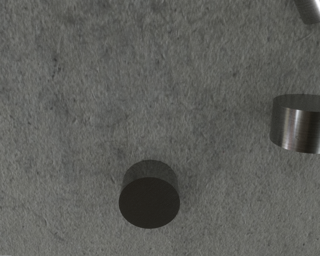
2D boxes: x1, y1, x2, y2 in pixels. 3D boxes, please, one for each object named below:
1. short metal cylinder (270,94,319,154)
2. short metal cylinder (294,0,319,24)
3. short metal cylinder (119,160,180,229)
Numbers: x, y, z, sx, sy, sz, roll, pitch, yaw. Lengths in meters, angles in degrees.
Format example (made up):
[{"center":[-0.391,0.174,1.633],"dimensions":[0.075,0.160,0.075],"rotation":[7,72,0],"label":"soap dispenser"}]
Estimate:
[{"center":[0.179,-0.008,0.380],"dimensions":[0.081,0.080,0.050],"rotation":[-1,110,0],"label":"short metal cylinder"},{"center":[0.183,-0.153,0.327],"dimensions":[0.080,0.080,0.050],"rotation":[-30,108,10],"label":"short metal cylinder"},{"center":[-0.014,0.091,0.430],"dimensions":[0.081,0.050,0.079],"rotation":[0,110,-1],"label":"short metal cylinder"}]
